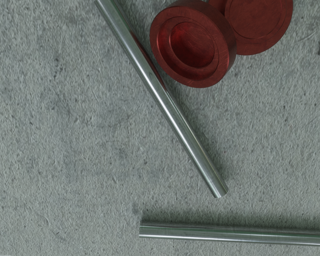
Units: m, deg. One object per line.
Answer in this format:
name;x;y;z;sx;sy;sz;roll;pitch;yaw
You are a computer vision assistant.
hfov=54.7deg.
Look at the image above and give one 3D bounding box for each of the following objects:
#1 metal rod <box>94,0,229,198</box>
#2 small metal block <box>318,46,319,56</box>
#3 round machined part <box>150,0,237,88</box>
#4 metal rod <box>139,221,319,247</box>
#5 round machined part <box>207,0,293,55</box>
metal rod;0.011;-0.029;0.399;0.025;0.025;0.299;-29;108;10
small metal block;0.225;-0.093;0.364;0.050;0.050;0.025;4;110;-2
round machined part;0.040;-0.097;0.348;0.098;0.042;0.097;25;143;22
metal rod;0.120;0.161;0.470;0.302;0.025;0.025;3;110;-2
round machined part;0.103;-0.132;0.353;0.099;0.042;0.097;0;110;0
